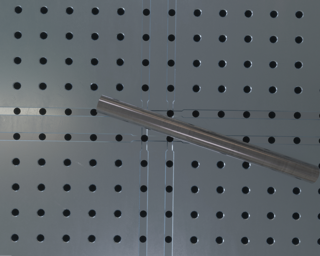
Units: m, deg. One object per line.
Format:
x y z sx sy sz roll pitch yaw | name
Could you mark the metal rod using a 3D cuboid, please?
0.063 0.015 0.413 0.301 0.025 0.025 18 90 0 | metal rod
